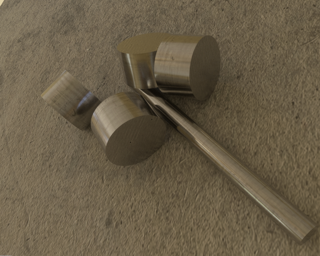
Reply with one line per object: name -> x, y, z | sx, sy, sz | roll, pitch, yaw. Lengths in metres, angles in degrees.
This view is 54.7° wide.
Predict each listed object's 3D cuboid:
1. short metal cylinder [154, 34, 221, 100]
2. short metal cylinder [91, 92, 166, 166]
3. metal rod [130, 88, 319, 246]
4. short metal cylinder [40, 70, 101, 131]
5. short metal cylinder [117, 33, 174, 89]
short metal cylinder -> 0.037, -0.079, 0.398 | 0.050, 0.080, 0.080 | 14, 69, 33
short metal cylinder -> -0.039, 0.001, 0.389 | 0.080, 0.080, 0.050 | -39, 51, 2
metal rod -> 0.049, 0.014, 0.369 | 0.025, 0.025, 0.300 | -44, 51, -2
short metal cylinder -> -0.128, -0.040, 0.460 | 0.050, 0.080, 0.080 | -48, 51, -5
short metal cylinder -> -0.015, -0.096, 0.434 | 0.080, 0.050, 0.080 | -7, 34, 5
